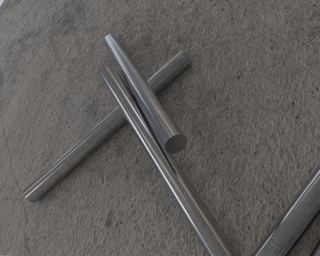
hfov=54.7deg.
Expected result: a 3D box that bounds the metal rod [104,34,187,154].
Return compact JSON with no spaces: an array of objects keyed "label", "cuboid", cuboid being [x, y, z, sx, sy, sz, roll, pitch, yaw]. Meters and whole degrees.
[{"label":"metal rod","cuboid":[-0.035,-0.068,0.432,0.025,0.025,0.300,-36,41,4]}]

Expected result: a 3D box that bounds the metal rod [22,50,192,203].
[{"label":"metal rod","cuboid":[-0.074,-0.003,0.444,0.300,0.025,0.025,-42,51,-1]}]

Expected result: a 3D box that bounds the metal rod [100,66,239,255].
[{"label":"metal rod","cuboid":[-0.005,0.025,0.371,0.025,0.025,0.300,-36,57,4]}]

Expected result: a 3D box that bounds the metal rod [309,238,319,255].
[{"label":"metal rod","cuboid":[0.132,0.123,0.258,0.025,0.025,0.300,29,77,37]}]

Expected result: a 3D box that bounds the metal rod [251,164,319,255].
[{"label":"metal rod","cuboid":[0.139,0.069,0.288,0.025,0.025,0.300,35,81,38]}]
